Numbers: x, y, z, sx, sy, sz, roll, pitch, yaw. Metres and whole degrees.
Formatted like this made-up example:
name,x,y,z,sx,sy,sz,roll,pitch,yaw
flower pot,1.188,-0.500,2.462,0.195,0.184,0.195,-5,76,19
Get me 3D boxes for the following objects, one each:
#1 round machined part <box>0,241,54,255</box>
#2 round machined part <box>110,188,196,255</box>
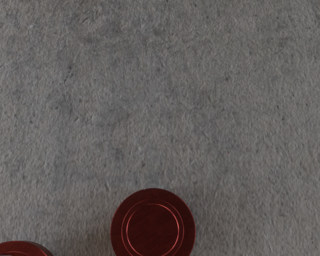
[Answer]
name,x,y,z,sx,sy,sz,roll,pitch,yaw
round machined part,-0.155,0.173,0.334,0.099,0.042,0.098,0,70,-1
round machined part,-0.008,0.118,0.356,0.099,0.042,0.098,0,70,-1
